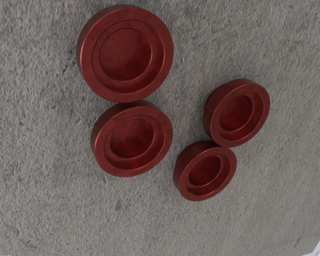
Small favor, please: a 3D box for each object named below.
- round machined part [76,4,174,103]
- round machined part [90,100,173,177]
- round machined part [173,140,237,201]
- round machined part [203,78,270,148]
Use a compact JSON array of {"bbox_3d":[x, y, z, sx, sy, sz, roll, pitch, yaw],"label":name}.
[{"bbox_3d":[-0.039,-0.079,0.326,0.099,0.042,0.097,-14,124,-21],"label":"round machined part"},{"bbox_3d":[-0.037,0.009,0.381,0.099,0.042,0.097,-14,124,-21],"label":"round machined part"},{"bbox_3d":[0.063,0.059,0.466,0.099,0.042,0.097,-14,125,-21],"label":"round machined part"},{"bbox_3d":[0.102,-0.024,0.436,0.099,0.042,0.097,-14,124,-21],"label":"round machined part"}]
